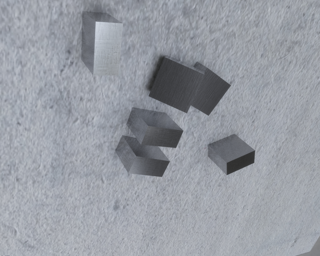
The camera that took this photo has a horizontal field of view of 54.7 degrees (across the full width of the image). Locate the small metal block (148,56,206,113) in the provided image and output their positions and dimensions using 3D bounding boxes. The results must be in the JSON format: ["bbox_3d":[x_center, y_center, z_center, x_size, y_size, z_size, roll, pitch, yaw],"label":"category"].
[{"bbox_3d":[0.021,-0.053,0.371,0.050,0.025,0.050,25,109,3],"label":"small metal block"}]

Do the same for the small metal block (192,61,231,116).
[{"bbox_3d":[0.057,-0.051,0.408,0.050,0.025,0.050,26,104,-38],"label":"small metal block"}]

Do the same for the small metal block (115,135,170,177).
[{"bbox_3d":[-0.023,0.036,0.402,0.050,0.050,0.025,13,112,-34],"label":"small metal block"}]

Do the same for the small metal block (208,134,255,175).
[{"bbox_3d":[0.109,0.040,0.477,0.050,0.050,0.025,-21,127,-17],"label":"small metal block"}]

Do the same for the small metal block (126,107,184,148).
[{"bbox_3d":[-0.007,-0.001,0.388,0.050,0.050,0.025,8,115,-32],"label":"small metal block"}]

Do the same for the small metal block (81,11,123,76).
[{"bbox_3d":[-0.059,-0.084,0.307,0.025,0.050,0.050,-6,121,-26],"label":"small metal block"}]
